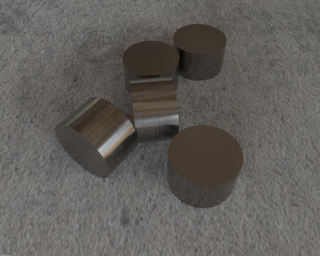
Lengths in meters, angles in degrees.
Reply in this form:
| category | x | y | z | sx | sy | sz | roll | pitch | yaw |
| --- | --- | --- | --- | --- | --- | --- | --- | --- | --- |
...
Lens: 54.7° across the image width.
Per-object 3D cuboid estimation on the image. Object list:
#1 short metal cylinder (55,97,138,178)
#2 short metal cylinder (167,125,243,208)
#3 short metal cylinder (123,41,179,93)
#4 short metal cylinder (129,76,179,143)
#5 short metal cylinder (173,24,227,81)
| category | x | y | z | sx | sy | sz | roll | pitch | yaw |
| --- | --- | --- | --- | --- | --- | --- | --- | --- | --- |
| short metal cylinder | -0.072 | 0.011 | 0.357 | 0.080 | 0.080 | 0.050 | 28 | 56 | 21 |
| short metal cylinder | 0.049 | 0.043 | 0.352 | 0.081 | 0.050 | 0.080 | 0 | 50 | 0 |
| short metal cylinder | -0.013 | -0.085 | 0.458 | 0.081 | 0.050 | 0.080 | 0 | 50 | 0 |
| short metal cylinder | -0.009 | -0.023 | 0.387 | 0.050 | 0.080 | 0.080 | -6 | 51 | -6 |
| short metal cylinder | 0.061 | -0.120 | 0.489 | 0.081 | 0.050 | 0.080 | 0 | 50 | 0 |
